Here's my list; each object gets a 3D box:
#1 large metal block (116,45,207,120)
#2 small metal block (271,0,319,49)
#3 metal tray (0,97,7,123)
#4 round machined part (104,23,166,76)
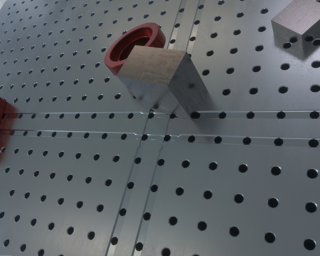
[{"bbox_3d":[0.005,-0.059,0.407,0.080,0.080,0.050,17,71,34],"label":"large metal block"},{"bbox_3d":[0.181,-0.137,0.397,0.050,0.025,0.050,-41,51,0],"label":"small metal block"},{"bbox_3d":[-0.351,0.002,0.588,0.090,0.030,0.130,-14,56,20],"label":"metal tray"},{"bbox_3d":[-0.033,-0.113,0.475,0.098,0.042,0.098,-22,41,21],"label":"round machined part"}]
